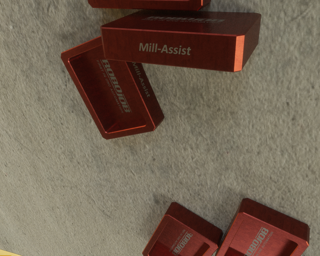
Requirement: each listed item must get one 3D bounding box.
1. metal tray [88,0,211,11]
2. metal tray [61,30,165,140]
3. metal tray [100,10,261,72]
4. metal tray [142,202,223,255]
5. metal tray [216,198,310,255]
[{"bbox_3d":[-0.016,-0.167,0.307,0.130,0.030,0.089,10,123,22],"label":"metal tray"},{"bbox_3d":[-0.060,-0.052,0.401,0.090,0.030,0.129,-11,113,32],"label":"metal tray"},{"bbox_3d":[0.022,-0.089,0.297,0.130,0.090,0.030,11,123,22],"label":"metal tray"},{"bbox_3d":[0.032,0.187,0.500,0.090,0.030,0.129,30,128,8],"label":"metal tray"},{"bbox_3d":[0.136,0.167,0.434,0.090,0.030,0.129,23,127,14],"label":"metal tray"}]
